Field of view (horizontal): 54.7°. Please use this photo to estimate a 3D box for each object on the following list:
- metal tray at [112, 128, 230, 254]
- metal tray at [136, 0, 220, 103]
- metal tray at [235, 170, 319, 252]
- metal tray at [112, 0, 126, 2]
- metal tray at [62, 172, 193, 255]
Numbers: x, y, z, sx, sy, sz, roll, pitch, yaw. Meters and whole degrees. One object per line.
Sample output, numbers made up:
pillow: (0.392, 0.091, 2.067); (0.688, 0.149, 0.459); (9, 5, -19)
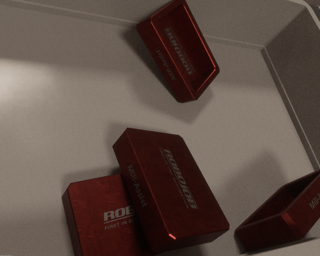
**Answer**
metal tray: (0.010, 0.062, 0.338); (0.091, 0.030, 0.130); (9, 43, -42)
metal tray: (0.032, -0.113, 0.453); (0.090, 0.030, 0.130); (-50, 117, -37)
metal tray: (0.166, 0.101, 0.394); (0.131, 0.090, 0.030); (-25, 76, -37)
metal tray: (-0.105, -0.275, 0.517); (0.091, 0.030, 0.130); (0, 62, -28)
metal tray: (-0.028, 0.094, 0.331); (0.131, 0.030, 0.090); (-7, 65, -32)
